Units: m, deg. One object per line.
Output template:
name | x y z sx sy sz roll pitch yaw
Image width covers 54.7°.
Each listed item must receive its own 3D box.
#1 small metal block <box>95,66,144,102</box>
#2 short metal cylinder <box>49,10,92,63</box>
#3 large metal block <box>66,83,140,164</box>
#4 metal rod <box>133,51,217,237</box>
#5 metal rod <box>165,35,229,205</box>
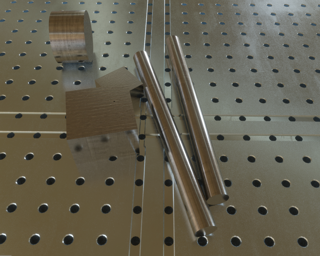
small metal block | -0.059 -0.059 0.456 0.050 0.025 0.050 -32 57 -24
short metal cylinder | -0.138 -0.144 0.491 0.050 0.080 0.080 -3 50 -3
large metal block | -0.073 -0.007 0.396 0.081 0.050 0.080 -9 51 -8
metal rod | 0.008 -0.004 0.411 0.025 0.025 0.300 -12 51 -10
metal rod | 0.043 -0.035 0.437 0.025 0.025 0.300 -6 50 -6
